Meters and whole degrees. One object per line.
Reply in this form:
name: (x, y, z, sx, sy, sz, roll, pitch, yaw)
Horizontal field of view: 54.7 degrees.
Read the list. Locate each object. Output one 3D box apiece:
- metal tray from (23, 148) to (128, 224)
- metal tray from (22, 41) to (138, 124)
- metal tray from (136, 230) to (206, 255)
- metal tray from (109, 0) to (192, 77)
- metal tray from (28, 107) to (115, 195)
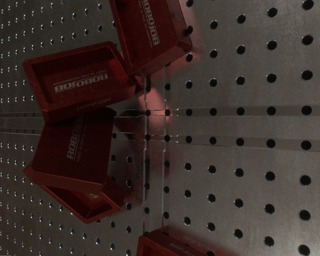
metal tray: (-0.123, 0.081, 0.455, 0.090, 0.030, 0.130, -31, 111, 35)
metal tray: (-0.109, -0.067, 0.430, 0.090, 0.131, 0.030, 59, 155, 23)
metal tray: (0.025, 0.195, 0.383, 0.130, 0.030, 0.089, 14, 99, 38)
metal tray: (-0.017, -0.146, 0.418, 0.090, 0.030, 0.129, -24, 75, 37)
metal tray: (-0.114, 0.019, 0.421, 0.030, 0.091, 0.130, 123, 155, -45)
